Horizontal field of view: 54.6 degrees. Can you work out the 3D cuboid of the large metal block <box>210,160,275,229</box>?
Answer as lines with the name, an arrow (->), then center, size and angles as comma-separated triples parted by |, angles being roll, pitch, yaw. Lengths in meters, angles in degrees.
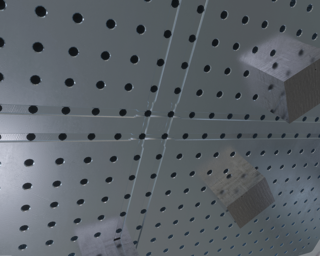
large metal block -> 0.146, 0.118, 0.547 | 0.080, 0.050, 0.080 | -37, 129, -4

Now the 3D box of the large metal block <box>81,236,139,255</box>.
large metal block -> -0.077, 0.230, 0.495 | 0.081, 0.050, 0.079 | -10, 123, -23

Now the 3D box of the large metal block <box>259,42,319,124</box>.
large metal block -> 0.203, -0.067, 0.463 | 0.080, 0.050, 0.080 | -32, 129, -7
